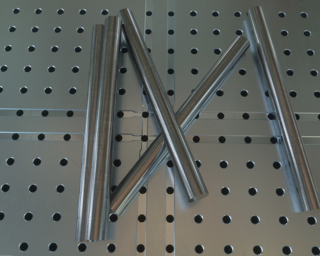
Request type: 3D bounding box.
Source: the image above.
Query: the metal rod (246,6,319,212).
[{"bbox_3d":[0.165,-0.040,0.427,0.025,0.025,0.299,-7,70,-3],"label":"metal rod"}]

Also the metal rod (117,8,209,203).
[{"bbox_3d":[-0.006,-0.048,0.409,0.025,0.025,0.299,-18,64,-6],"label":"metal rod"}]

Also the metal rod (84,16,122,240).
[{"bbox_3d":[-0.069,-0.015,0.397,0.025,0.025,0.299,1,69,0],"label":"metal rod"}]

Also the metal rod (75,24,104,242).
[{"bbox_3d":[-0.088,-0.007,0.414,0.025,0.025,0.299,0,70,0],"label":"metal rod"}]

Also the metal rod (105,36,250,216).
[{"bbox_3d":[0.032,-0.014,0.417,0.025,0.025,0.300,35,74,12],"label":"metal rod"}]
